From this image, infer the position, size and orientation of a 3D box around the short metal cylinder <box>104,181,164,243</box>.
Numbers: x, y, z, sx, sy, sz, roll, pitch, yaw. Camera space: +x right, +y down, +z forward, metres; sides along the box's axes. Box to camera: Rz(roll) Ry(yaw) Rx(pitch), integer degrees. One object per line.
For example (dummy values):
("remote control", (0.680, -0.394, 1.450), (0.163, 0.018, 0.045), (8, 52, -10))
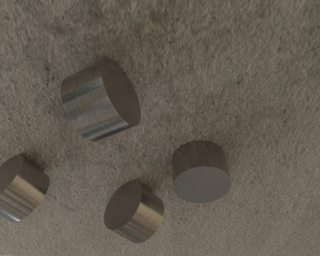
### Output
("short metal cylinder", (-0.040, 0.130, 0.482), (0.080, 0.080, 0.050), (-33, 123, 24))

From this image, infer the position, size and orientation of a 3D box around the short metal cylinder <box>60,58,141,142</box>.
("short metal cylinder", (-0.063, -0.031, 0.344), (0.050, 0.080, 0.080), (-22, 127, 17))

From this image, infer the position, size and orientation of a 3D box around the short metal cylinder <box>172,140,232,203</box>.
("short metal cylinder", (0.058, 0.064, 0.446), (0.081, 0.050, 0.079), (0, 130, 0))

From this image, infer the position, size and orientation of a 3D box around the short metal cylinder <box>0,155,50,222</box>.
("short metal cylinder", (-0.206, 0.086, 0.441), (0.080, 0.080, 0.050), (-26, 126, 20))
